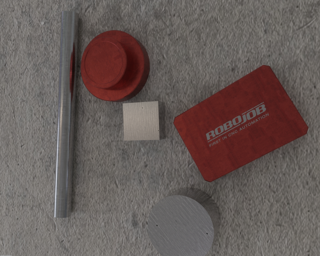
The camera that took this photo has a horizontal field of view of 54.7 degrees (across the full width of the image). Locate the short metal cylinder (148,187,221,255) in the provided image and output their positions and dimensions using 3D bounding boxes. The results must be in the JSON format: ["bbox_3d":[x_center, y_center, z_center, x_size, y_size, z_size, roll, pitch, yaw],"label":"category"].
[{"bbox_3d":[0.031,0.118,0.385,0.080,0.050,0.080,0,90,20],"label":"short metal cylinder"}]

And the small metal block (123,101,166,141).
[{"bbox_3d":[-0.021,-0.009,0.416,0.050,0.025,0.050,-2,89,20],"label":"small metal block"}]

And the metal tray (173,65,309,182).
[{"bbox_3d":[0.093,-0.003,0.373,0.130,0.030,0.090,-31,80,17],"label":"metal tray"}]

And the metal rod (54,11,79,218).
[{"bbox_3d":[-0.138,-0.019,0.457,0.025,0.025,0.298,3,91,20],"label":"metal rod"}]

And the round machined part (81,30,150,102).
[{"bbox_3d":[-0.067,-0.085,0.424,0.098,0.042,0.097,0,90,20],"label":"round machined part"}]
